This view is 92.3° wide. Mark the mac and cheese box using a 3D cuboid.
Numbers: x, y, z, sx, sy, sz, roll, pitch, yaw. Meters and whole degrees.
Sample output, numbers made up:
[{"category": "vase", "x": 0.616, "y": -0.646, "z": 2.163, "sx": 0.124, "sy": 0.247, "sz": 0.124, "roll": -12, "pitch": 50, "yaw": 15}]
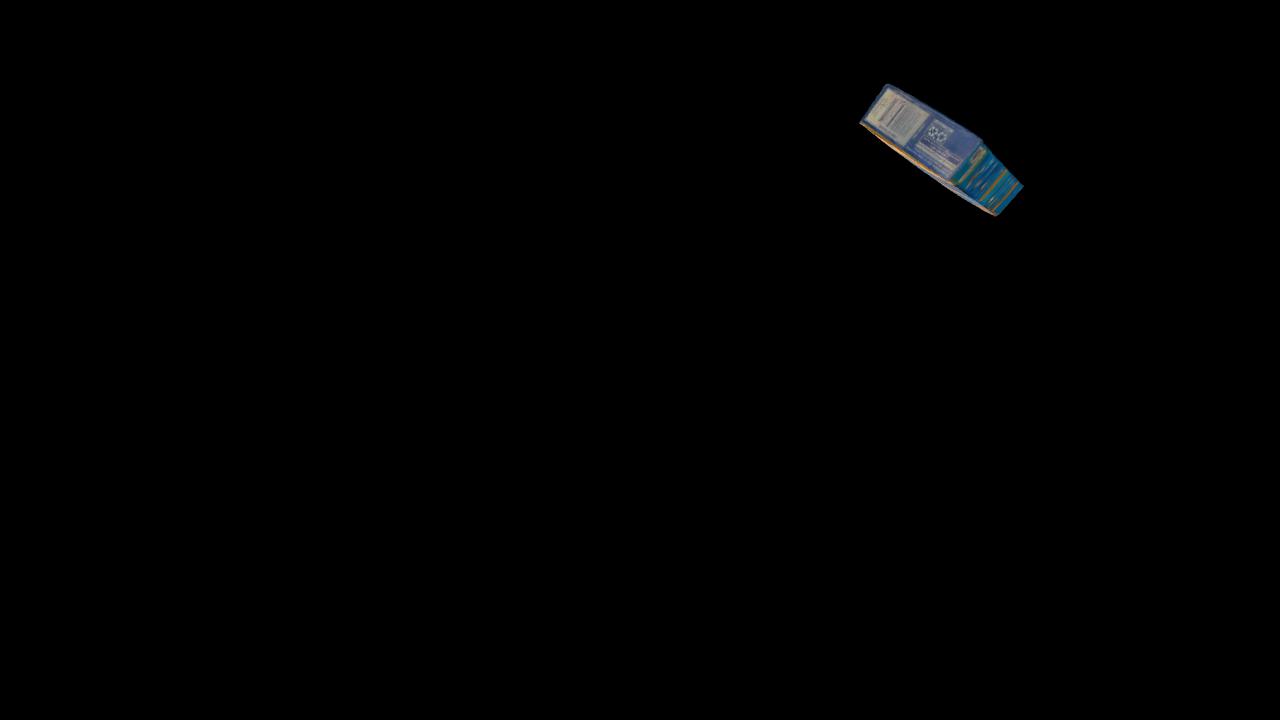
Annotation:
[{"category": "mac and cheese box", "x": 0.268, "y": -0.177, "z": 0.537, "sx": 0.184, "sy": 0.041, "sz": 0.093, "roll": -2, "pitch": 42, "yaw": -50}]
